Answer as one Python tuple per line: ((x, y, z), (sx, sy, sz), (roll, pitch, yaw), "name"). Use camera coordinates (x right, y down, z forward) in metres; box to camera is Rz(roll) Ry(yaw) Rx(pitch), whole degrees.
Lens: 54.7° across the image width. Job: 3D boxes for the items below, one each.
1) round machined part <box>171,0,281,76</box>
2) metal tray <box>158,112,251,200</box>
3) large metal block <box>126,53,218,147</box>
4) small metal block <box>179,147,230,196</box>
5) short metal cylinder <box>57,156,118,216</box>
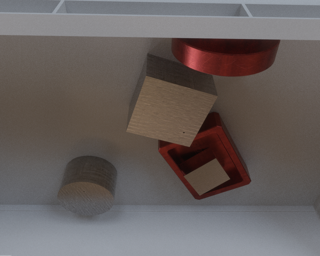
((0.060, -0.091, 0.285), (0.099, 0.098, 0.042), (1, 130, -1), "round machined part")
((0.066, 0.045, 0.445), (0.090, 0.030, 0.130), (-23, 127, 17), "metal tray")
((0.011, -0.031, 0.367), (0.081, 0.050, 0.079), (14, 129, -12), "large metal block")
((0.064, 0.062, 0.440), (0.050, 0.025, 0.050), (-31, 125, 9), "small metal block")
((-0.107, 0.087, 0.466), (0.081, 0.050, 0.079), (0, 130, 0), "short metal cylinder")
